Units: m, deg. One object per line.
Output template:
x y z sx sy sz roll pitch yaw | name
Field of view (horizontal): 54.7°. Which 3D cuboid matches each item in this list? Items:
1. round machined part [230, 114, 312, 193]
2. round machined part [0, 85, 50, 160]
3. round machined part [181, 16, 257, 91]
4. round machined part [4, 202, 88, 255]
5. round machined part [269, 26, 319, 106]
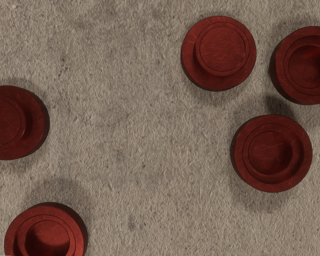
0.140 0.031 0.403 0.099 0.042 0.097 0 90 -1 | round machined part
-0.199 -0.007 0.399 0.099 0.042 0.097 0 90 -1 | round machined part
0.077 -0.098 0.402 0.099 0.042 0.097 0 90 -1 | round machined part
-0.142 0.144 0.400 0.099 0.042 0.097 0 90 -1 | round machined part
0.191 -0.078 0.404 0.099 0.042 0.097 0 90 -1 | round machined part
